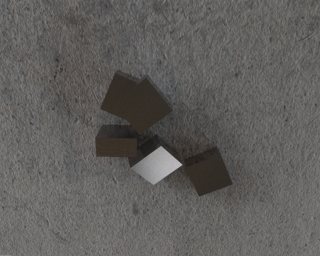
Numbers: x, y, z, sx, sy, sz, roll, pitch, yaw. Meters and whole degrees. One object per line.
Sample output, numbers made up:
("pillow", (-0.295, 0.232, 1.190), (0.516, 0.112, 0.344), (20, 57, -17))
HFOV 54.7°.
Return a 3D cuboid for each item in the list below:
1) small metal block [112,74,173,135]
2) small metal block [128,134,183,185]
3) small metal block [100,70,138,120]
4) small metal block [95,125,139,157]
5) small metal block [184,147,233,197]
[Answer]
("small metal block", (-0.020, -0.028, 0.372), (0.050, 0.025, 0.050), (-36, 107, 12))
("small metal block", (-0.007, 0.043, 0.417), (0.050, 0.025, 0.050), (-37, 128, 12))
("small metal block", (-0.042, -0.040, 0.395), (0.050, 0.025, 0.050), (23, 108, -9))
("small metal block", (-0.053, 0.016, 0.402), (0.050, 0.050, 0.025), (1, 109, 0))
("small metal block", (0.067, 0.061, 0.433), (0.050, 0.025, 0.050), (-22, 109, 8))
